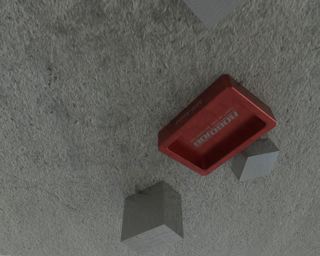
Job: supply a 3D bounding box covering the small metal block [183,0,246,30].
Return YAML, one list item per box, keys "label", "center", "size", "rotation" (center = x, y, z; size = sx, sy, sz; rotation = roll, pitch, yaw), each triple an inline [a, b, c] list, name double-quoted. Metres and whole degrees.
- label: "small metal block"
  center: [0.050, -0.132, 0.295]
  size: [0.050, 0.025, 0.050]
  rotation: [-35, 122, 26]

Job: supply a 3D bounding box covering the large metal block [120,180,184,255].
- label: "large metal block"
  center: [-0.012, 0.142, 0.492]
  size: [0.080, 0.080, 0.050]
  rotation: [-29, 125, 22]

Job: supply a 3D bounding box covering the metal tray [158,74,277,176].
- label: "metal tray"
  center: [0.071, 0.002, 0.406]
  size: [0.090, 0.030, 0.129]
  rotation: [32, 123, -25]

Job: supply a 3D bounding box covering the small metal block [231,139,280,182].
- label: "small metal block"
  center: [0.134, 0.045, 0.438]
  size: [0.050, 0.025, 0.050]
  rotation: [-9, 132, -17]
